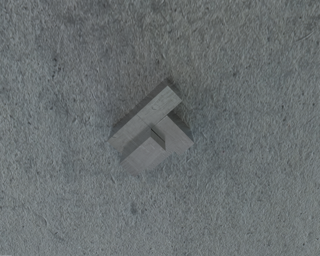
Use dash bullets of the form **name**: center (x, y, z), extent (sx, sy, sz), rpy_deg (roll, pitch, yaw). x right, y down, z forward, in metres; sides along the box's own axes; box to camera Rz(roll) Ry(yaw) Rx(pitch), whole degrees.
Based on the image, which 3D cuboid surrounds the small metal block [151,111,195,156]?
- **small metal block**: center (0.016, 0.001, 0.398), extent (0.025, 0.050, 0.050), rpy_deg (-41, 105, 13)

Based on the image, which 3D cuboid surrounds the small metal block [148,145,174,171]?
- **small metal block**: center (-0.011, 0.021, 0.419), extent (0.050, 0.025, 0.050), rpy_deg (-41, 106, 13)

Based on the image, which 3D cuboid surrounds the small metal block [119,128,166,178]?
- **small metal block**: center (-0.020, 0.025, 0.380), extent (0.050, 0.050, 0.025), rpy_deg (-42, 105, 13)

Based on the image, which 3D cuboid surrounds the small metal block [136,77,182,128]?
- **small metal block**: center (-0.001, -0.033, 0.385), extent (0.050, 0.050, 0.025), rpy_deg (-42, 105, 13)

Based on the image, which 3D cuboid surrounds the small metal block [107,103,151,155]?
- **small metal block**: center (-0.038, 0.000, 0.397), extent (0.050, 0.050, 0.025), rpy_deg (-42, 105, 13)
